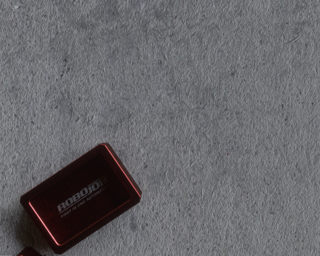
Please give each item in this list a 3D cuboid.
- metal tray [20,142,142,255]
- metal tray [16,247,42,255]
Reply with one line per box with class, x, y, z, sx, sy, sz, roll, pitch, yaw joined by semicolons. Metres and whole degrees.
metal tray;-0.101;0.090;0.406;0.130;0.030;0.090;-34;90;0
metal tray;-0.185;0.236;0.405;0.090;0.030;0.130;39;90;0
